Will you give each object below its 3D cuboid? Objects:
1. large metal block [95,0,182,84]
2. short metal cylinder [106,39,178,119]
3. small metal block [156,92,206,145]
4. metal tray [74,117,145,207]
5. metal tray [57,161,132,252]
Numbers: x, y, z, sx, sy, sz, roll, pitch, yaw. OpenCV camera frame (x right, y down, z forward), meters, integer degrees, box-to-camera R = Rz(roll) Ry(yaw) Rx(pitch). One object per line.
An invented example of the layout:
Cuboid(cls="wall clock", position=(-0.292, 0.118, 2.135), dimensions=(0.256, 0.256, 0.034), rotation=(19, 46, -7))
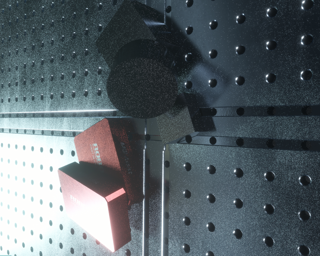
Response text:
Cuboid(cls="large metal block", position=(-0.032, -0.112, 0.417), dimensions=(0.080, 0.050, 0.080), rotation=(-45, 63, 30))
Cuboid(cls="short metal cylinder", position=(-0.019, -0.058, 0.368), dimensions=(0.080, 0.080, 0.050), rotation=(-45, 25, 30))
Cuboid(cls="small metal block", position=(0.024, -0.011, 0.388), dimensions=(0.050, 0.025, 0.050), rotation=(-24, 75, 37))
Cuboid(cls="metal tray", position=(-0.080, 0.059, 0.470), dimensions=(0.090, 0.030, 0.129), rotation=(-27, 73, 36))
Cuboid(cls="metal tray", position=(-0.099, 0.112, 0.456), dimensions=(0.130, 0.030, 0.089), rotation=(17, 120, 42))
